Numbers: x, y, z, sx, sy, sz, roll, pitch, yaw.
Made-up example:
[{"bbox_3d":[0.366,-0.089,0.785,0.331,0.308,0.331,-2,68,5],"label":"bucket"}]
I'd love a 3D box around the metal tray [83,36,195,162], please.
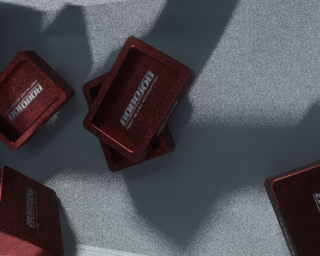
[{"bbox_3d":[-0.028,-0.035,0.385,0.090,0.030,0.129,33,100,16],"label":"metal tray"}]

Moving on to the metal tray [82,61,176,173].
[{"bbox_3d":[-0.044,-0.015,0.423,0.090,0.030,0.129,-22,83,18],"label":"metal tray"}]

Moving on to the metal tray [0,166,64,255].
[{"bbox_3d":[-0.176,0.113,0.402,0.030,0.090,0.130,-46,34,5],"label":"metal tray"}]

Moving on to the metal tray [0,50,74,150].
[{"bbox_3d":[-0.205,-0.040,0.463,0.130,0.030,0.090,-41,100,15],"label":"metal tray"}]

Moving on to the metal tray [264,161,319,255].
[{"bbox_3d":[0.180,0.104,0.331,0.090,0.030,0.129,-19,83,1],"label":"metal tray"}]
